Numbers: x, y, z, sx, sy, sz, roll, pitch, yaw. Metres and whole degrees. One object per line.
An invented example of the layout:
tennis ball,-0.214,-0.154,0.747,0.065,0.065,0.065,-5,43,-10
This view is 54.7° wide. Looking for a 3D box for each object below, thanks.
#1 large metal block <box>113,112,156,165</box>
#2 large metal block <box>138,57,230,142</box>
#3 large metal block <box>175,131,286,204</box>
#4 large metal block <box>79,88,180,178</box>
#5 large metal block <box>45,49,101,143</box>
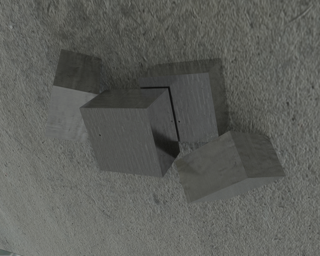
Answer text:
large metal block,-0.032,0.005,0.408,0.080,0.050,0.080,0,119,27
large metal block,0.031,-0.031,0.356,0.080,0.050,0.080,0,119,27
large metal block,0.079,0.046,0.350,0.080,0.081,0.050,-35,61,38
large metal block,-0.030,0.003,0.341,0.080,0.050,0.079,2,120,27
large metal block,-0.110,-0.041,0.395,0.050,0.080,0.079,10,130,-18
